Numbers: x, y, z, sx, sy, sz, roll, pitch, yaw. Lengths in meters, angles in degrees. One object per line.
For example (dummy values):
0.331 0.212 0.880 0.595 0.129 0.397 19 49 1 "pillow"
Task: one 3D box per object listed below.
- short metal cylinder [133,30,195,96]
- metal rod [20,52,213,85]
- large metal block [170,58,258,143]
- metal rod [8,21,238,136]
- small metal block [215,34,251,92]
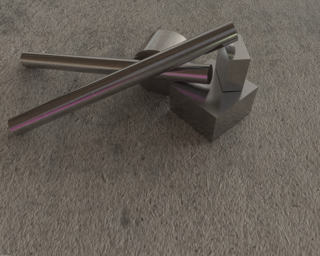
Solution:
0.005 -0.093 0.449 0.080 0.080 0.050 16 52 13 "short metal cylinder"
-0.076 -0.088 0.441 0.301 0.025 0.025 9 50 22 "metal rod"
0.070 -0.039 0.421 0.080 0.050 0.080 -35 58 -25 "large metal block"
-0.051 -0.058 0.384 0.301 0.025 0.025 -22 51 8 "metal rod"
0.090 -0.082 0.390 0.025 0.050 0.050 -4 51 -3 "small metal block"
